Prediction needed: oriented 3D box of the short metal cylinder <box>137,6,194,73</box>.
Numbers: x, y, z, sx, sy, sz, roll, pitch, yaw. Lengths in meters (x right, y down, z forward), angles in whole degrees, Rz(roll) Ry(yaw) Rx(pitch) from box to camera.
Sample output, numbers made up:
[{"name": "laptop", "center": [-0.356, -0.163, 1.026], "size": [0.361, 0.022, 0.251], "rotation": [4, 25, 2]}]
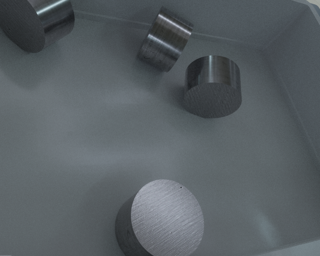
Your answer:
[{"name": "short metal cylinder", "center": [0.006, -0.128, 0.452], "size": [0.050, 0.080, 0.080], "rotation": [27, 53, -12]}]

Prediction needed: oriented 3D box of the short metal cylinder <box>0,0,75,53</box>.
[{"name": "short metal cylinder", "center": [-0.152, -0.138, 0.373], "size": [0.080, 0.080, 0.050], "rotation": [40, 51, -1]}]

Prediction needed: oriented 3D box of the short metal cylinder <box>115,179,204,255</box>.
[{"name": "short metal cylinder", "center": [-0.001, 0.101, 0.327], "size": [0.081, 0.050, 0.080], "rotation": [14, 56, -21]}]

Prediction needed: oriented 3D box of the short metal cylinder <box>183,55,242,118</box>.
[{"name": "short metal cylinder", "center": [0.075, -0.057, 0.446], "size": [0.081, 0.080, 0.050], "rotation": [18, 55, -18]}]
